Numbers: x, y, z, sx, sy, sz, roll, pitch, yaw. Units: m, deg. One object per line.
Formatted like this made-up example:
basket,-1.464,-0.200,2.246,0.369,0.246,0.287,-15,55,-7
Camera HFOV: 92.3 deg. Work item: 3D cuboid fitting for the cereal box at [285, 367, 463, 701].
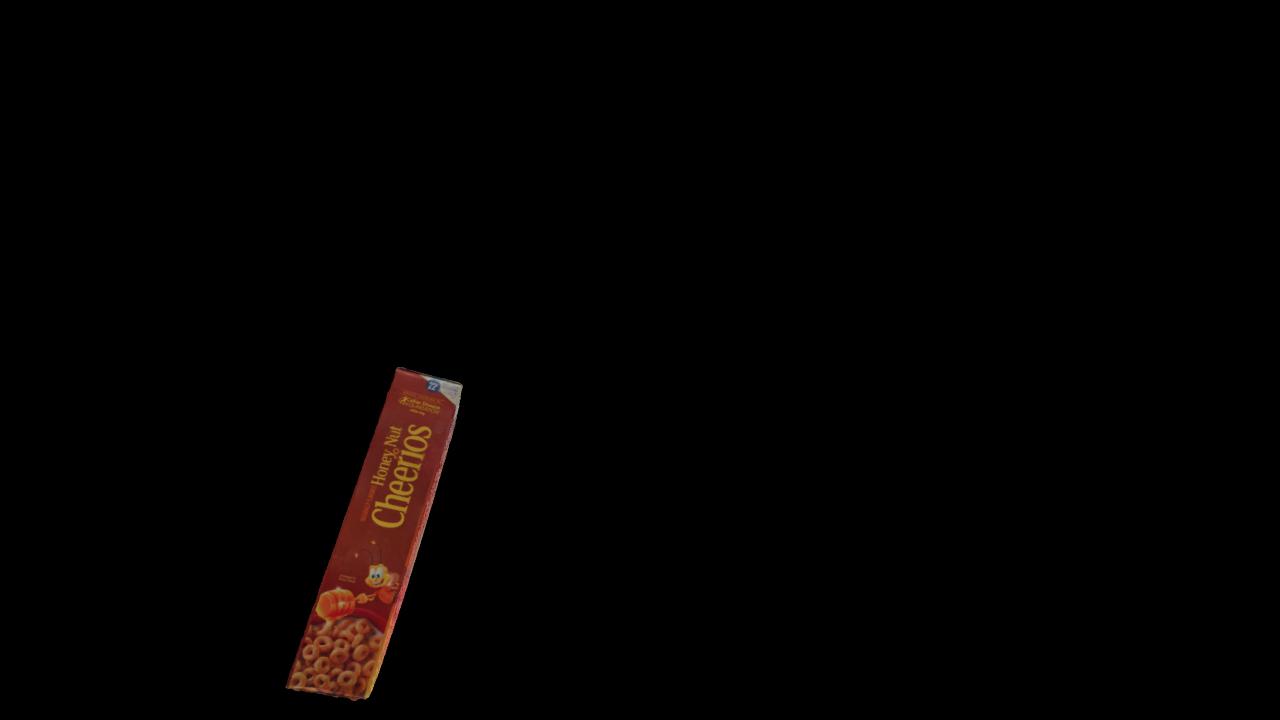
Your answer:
cereal box,-0.275,0.176,0.673,0.081,0.306,0.203,18,-19,-15
